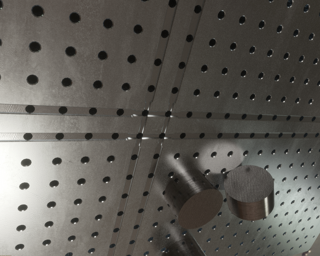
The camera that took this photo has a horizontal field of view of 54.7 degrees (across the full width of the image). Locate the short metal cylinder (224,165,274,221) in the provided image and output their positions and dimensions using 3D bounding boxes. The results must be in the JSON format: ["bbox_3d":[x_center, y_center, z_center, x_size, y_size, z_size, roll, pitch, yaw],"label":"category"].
[{"bbox_3d":[0.153,0.110,0.530,0.080,0.080,0.050,-27,128,-12],"label":"short metal cylinder"}]

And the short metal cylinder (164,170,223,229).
[{"bbox_3d":[0.053,0.114,0.497,0.081,0.050,0.079,-14,124,-21],"label":"short metal cylinder"}]

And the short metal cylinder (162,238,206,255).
[{"bbox_3d":[0.049,0.255,0.582,0.081,0.050,0.079,-14,125,-21],"label":"short metal cylinder"}]
